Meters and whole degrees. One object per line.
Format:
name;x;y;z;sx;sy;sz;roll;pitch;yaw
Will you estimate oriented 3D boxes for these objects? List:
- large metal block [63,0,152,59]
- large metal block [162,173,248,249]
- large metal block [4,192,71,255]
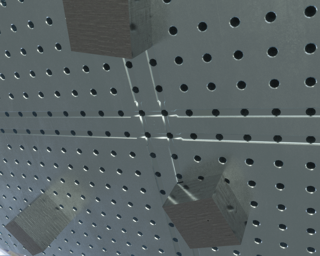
large metal block;-0.057;-0.127;0.345;0.080;0.050;0.079;12;124;21
large metal block;0.064;0.118;0.433;0.080;0.050;0.080;-21;107;35
large metal block;-0.242;0.191;0.618;0.050;0.080;0.080;-33;100;38
